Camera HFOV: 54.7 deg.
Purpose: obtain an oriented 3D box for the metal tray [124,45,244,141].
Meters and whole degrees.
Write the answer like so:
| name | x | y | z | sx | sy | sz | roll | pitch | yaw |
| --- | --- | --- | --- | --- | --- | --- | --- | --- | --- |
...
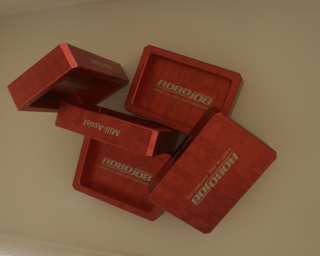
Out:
| name | x | y | z | sx | sy | sz | roll | pitch | yaw |
| --- | --- | --- | --- | --- | --- | --- | --- | --- | --- |
| metal tray | 0.029 | -0.043 | 0.395 | 0.130 | 0.030 | 0.089 | 22 | 97 | 18 |

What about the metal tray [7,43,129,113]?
| name | x | y | z | sx | sy | sz | roll | pitch | yaw |
| --- | --- | --- | --- | --- | --- | --- | --- | --- | --- |
| metal tray | -0.107 | -0.055 | 0.388 | 0.090 | 0.130 | 0.030 | -31 | 80 | 18 |

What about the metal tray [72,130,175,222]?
| name | x | y | z | sx | sy | sz | roll | pitch | yaw |
| --- | --- | --- | --- | --- | --- | --- | --- | --- | --- |
| metal tray | -0.048 | 0.059 | 0.420 | 0.130 | 0.030 | 0.089 | 17 | 96 | 18 |

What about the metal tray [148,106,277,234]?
| name | x | y | z | sx | sy | sz | roll | pitch | yaw |
| --- | --- | --- | --- | --- | --- | --- | --- | --- | --- |
| metal tray | 0.059 | 0.052 | 0.364 | 0.090 | 0.030 | 0.130 | 34 | 103 | -13 |

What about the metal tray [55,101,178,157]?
| name | x | y | z | sx | sy | sz | roll | pitch | yaw |
| --- | --- | --- | --- | --- | --- | --- | --- | --- | --- |
| metal tray | -0.051 | -0.001 | 0.390 | 0.130 | 0.090 | 0.030 | 17 | 96 | 19 |
